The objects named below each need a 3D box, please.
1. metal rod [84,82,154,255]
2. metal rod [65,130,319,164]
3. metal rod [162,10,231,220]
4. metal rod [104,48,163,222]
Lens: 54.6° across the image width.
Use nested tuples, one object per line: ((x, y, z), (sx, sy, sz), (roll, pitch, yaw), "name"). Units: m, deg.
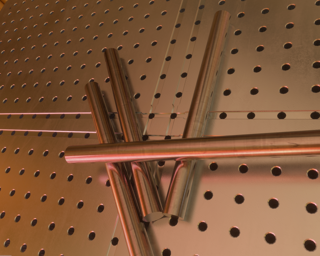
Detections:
((-0.063, 0.042, 0.416), (0.025, 0.025, 0.300), (-31, 52, 8), "metal rod")
((0.016, 0.025, 0.351), (0.300, 0.025, 0.025), (-5, 60, 25), "metal rod")
((0.054, -0.034, 0.401), (0.025, 0.025, 0.300), (3, 63, 29), "metal rod")
((-0.045, -0.013, 0.441), (0.025, 0.025, 0.300), (-27, 52, 11), "metal rod")
